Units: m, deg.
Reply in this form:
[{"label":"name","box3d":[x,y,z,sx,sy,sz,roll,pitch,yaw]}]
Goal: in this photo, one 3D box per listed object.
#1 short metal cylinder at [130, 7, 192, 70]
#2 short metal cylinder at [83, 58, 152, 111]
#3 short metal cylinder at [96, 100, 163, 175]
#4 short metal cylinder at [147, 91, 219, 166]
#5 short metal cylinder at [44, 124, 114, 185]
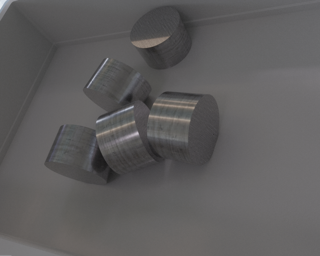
[{"label":"short metal cylinder","box3d":[0.002,-0.136,0.473,0.080,0.050,0.080,-13,56,21]},{"label":"short metal cylinder","box3d":[-0.059,-0.052,0.434,0.080,0.080,0.050,19,72,35]},{"label":"short metal cylinder","box3d":[-0.035,0.012,0.382,0.050,0.080,0.080,-21,54,16]},{"label":"short metal cylinder","box3d":[0.029,-0.001,0.356,0.050,0.080,0.080,9,66,32]},{"label":"short metal cylinder","box3d":[-0.100,0.036,0.401,0.080,0.080,0.050,1,63,29]}]
